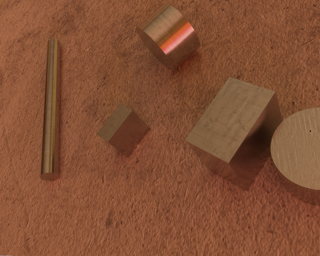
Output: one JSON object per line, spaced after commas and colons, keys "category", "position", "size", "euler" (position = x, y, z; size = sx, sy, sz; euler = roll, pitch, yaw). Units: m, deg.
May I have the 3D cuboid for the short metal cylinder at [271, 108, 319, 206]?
{"category": "short metal cylinder", "position": [0.150, 0.028, 0.292], "size": [0.080, 0.050, 0.080], "euler": [-13, 56, 21]}

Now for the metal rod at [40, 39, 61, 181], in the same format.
{"category": "metal rod", "position": [-0.185, -0.049, 0.531], "size": [0.025, 0.025, 0.299], "euler": [-23, 53, 14]}

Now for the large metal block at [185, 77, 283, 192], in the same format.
{"category": "large metal block", "position": [0.081, 0.008, 0.321], "size": [0.050, 0.080, 0.080], "euler": [28, 77, 37]}

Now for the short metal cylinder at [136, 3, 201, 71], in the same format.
{"category": "short metal cylinder", "position": [0.012, -0.128, 0.441], "size": [0.050, 0.080, 0.080], "euler": [-43, 51, -1]}

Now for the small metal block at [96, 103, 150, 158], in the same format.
{"category": "small metal block", "position": [-0.047, 0.004, 0.410], "size": [0.025, 0.050, 0.050], "euler": [29, 78, 37]}
